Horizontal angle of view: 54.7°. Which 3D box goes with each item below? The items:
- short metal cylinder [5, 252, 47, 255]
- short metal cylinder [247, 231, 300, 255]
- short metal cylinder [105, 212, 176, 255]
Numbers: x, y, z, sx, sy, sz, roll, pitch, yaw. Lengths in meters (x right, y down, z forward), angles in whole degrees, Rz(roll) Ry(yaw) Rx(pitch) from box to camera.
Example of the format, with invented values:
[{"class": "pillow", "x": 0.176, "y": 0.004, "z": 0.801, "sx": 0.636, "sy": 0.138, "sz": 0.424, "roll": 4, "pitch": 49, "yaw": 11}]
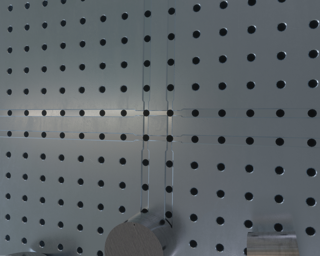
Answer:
[{"class": "short metal cylinder", "x": -0.207, "y": 0.224, "z": 0.457, "sx": 0.080, "sy": 0.080, "sz": 0.050, "roll": 2, "pitch": 91, "yaw": 20}, {"class": "short metal cylinder", "x": 0.127, "y": 0.155, "z": 0.338, "sx": 0.050, "sy": 0.080, "sz": 0.080, "roll": -8, "pitch": 87, "yaw": 20}, {"class": "short metal cylinder", "x": -0.025, "y": 0.157, "z": 0.408, "sx": 0.080, "sy": 0.050, "sz": 0.079, "roll": 0, "pitch": 90, "yaw": 20}]
